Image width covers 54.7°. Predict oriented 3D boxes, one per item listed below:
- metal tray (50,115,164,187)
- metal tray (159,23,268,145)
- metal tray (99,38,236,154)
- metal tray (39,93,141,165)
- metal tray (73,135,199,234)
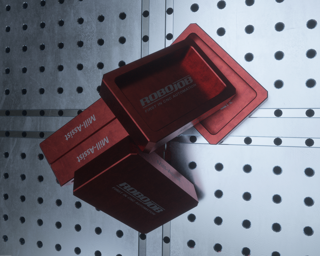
[{"bbox_3d":[-0.062,0.025,0.397,0.130,0.090,0.030,-34,79,16],"label":"metal tray"},{"bbox_3d":[0.057,-0.054,0.388,0.090,0.030,0.130,-45,77,14],"label":"metal tray"},{"bbox_3d":[0.011,-0.041,0.348,0.131,0.030,0.090,-31,76,-29],"label":"metal tray"},{"bbox_3d":[-0.078,0.000,0.404,0.130,0.090,0.030,-34,79,16],"label":"metal tray"},{"bbox_3d":[-0.026,0.074,0.371,0.090,0.130,0.030,-34,38,17],"label":"metal tray"}]
